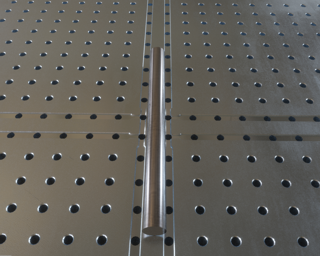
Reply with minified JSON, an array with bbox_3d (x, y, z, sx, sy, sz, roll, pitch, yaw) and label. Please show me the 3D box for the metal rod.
[{"bbox_3d":[-0.005,-0.009,0.415,0.025,0.025,0.300,0,50,0],"label":"metal rod"}]
